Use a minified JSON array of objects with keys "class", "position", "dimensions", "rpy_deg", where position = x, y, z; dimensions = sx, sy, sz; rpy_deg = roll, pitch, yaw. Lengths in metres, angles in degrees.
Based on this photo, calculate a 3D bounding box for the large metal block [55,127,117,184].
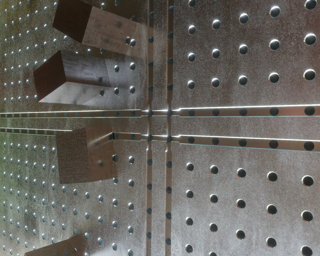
[{"class":"large metal block","position":[-0.118,0.044,0.492],"dimensions":[0.080,0.050,0.080],"rpy_deg":[-12,83,39]}]

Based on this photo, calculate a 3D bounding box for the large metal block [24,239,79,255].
[{"class":"large metal block","position":[-0.194,0.250,0.536],"dimensions":[0.050,0.081,0.080],"rpy_deg":[40,114,33]}]

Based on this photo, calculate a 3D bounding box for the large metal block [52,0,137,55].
[{"class":"large metal block","position":[-0.096,-0.152,0.454],"dimensions":[0.080,0.081,0.050],"rpy_deg":[35,112,34]}]

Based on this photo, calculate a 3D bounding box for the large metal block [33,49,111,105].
[{"class":"large metal block","position":[-0.139,-0.076,0.490],"dimensions":[0.080,0.081,0.050],"rpy_deg":[-22,76,38]}]
